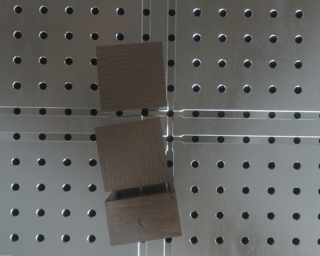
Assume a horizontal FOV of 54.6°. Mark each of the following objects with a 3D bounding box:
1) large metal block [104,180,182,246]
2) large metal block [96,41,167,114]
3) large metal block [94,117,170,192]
[{"bbox_3d":[-0.019,0.102,0.386,0.080,0.080,0.050,-8,90,0],"label":"large metal block"},{"bbox_3d":[-0.035,-0.062,0.401,0.080,0.050,0.080,-5,90,0],"label":"large metal block"},{"bbox_3d":[-0.033,0.032,0.401,0.080,0.050,0.080,-9,90,0],"label":"large metal block"}]
